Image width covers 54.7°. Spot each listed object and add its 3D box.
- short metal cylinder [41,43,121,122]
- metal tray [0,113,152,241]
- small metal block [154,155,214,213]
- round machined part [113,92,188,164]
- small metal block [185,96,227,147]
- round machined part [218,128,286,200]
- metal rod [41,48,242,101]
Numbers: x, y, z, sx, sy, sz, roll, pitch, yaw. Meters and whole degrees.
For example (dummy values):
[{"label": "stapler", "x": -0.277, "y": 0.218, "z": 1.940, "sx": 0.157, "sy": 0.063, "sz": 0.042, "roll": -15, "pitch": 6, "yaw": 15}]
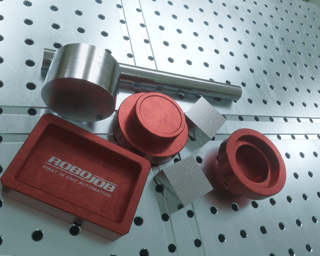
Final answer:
[{"label": "short metal cylinder", "x": -0.088, "y": -0.050, "z": 0.355, "sx": 0.081, "sy": 0.080, "sz": 0.050, "roll": 16, "pitch": 55, "yaw": -19}, {"label": "metal tray", "x": -0.083, "y": 0.051, "z": 0.328, "sx": 0.131, "sy": 0.030, "sz": 0.090, "roll": 27, "pitch": 53, "yaw": -11}, {"label": "small metal block", "x": 0.029, "y": 0.068, "z": 0.382, "sx": 0.050, "sy": 0.025, "sz": 0.050, "roll": -21, "pitch": 73, "yaw": -36}, {"label": "round machined part", "x": -0.007, "y": -0.007, "z": 0.397, "sx": 0.099, "sy": 0.042, "sz": 0.098, "roll": 14, "pitch": 53, "yaw": -20}, {"label": "small metal block", "x": 0.060, "y": -0.010, "z": 0.447, "sx": 0.050, "sy": 0.025, "sz": 0.050, "roll": 44, "pitch": 51, "yaw": 2}, {"label": "round machined part", "x": 0.122, "y": 0.053, "z": 0.430, "sx": 0.099, "sy": 0.042, "sz": 0.098, "roll": 14, "pitch": 56, "yaw": -21}, {"label": "metal rod", "x": -0.009, "y": -0.072, "z": 0.446, "sx": 0.302, "sy": 0.025, "sz": 0.025, "roll": 6, "pitch": 59, "yaw": -25}]
